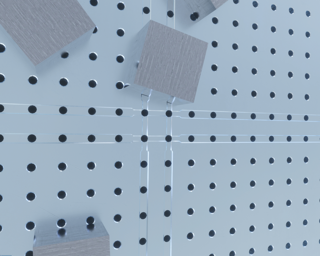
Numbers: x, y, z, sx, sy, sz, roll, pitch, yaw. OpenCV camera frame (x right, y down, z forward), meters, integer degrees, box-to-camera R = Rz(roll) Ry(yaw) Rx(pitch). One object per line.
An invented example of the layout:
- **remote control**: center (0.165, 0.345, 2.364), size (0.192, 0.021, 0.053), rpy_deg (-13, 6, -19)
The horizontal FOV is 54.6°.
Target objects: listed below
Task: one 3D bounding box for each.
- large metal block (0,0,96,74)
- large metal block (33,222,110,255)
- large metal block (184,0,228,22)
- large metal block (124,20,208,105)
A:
- **large metal block**: center (-0.133, -0.121, 0.350), size (0.080, 0.050, 0.080), rpy_deg (-40, 103, -16)
- **large metal block**: center (-0.102, 0.163, 0.362), size (0.081, 0.050, 0.080), rpy_deg (-2, 91, -20)
- **large metal block**: center (0.070, -0.209, 0.424), size (0.080, 0.050, 0.080), rpy_deg (-41, 103, -15)
- **large metal block**: center (0.007, -0.080, 0.401), size (0.080, 0.050, 0.080), rpy_deg (16, 85, -19)
